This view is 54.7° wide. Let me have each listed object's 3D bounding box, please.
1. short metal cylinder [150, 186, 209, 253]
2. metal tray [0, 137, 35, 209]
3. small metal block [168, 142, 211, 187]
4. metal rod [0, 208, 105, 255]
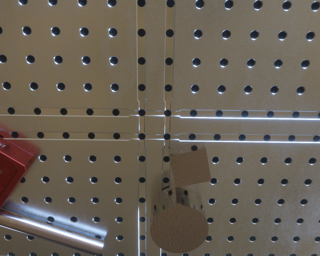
[{"bbox_3d":[0.027,0.132,0.449,0.081,0.050,0.079,0,110,-1],"label":"short metal cylinder"},{"bbox_3d":[-0.255,0.046,0.423,0.130,0.030,0.090,35,106,-12],"label":"metal tray"},{"bbox_3d":[0.041,0.051,0.433,0.050,0.025,0.050,-11,110,3],"label":"small metal block"},{"bbox_3d":[-0.230,0.134,0.459,0.302,0.025,0.025,21,109,-8],"label":"metal rod"}]
